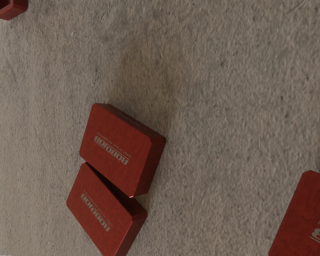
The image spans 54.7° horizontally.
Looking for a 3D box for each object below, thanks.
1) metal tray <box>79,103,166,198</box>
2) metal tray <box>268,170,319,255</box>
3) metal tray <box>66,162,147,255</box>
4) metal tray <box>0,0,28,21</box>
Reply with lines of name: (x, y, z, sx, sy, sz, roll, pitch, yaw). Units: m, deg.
metal tray: (-0.059, 0.028, 0.448, 0.130, 0.030, 0.089, 30, 109, 35)
metal tray: (0.163, 0.099, 0.241, 0.130, 0.030, 0.090, 24, 93, 47)
metal tray: (-0.086, 0.122, 0.470, 0.130, 0.030, 0.089, 40, 114, 32)
metal tray: (-0.321, -0.307, 0.661, 0.090, 0.030, 0.129, -3, 88, 39)
